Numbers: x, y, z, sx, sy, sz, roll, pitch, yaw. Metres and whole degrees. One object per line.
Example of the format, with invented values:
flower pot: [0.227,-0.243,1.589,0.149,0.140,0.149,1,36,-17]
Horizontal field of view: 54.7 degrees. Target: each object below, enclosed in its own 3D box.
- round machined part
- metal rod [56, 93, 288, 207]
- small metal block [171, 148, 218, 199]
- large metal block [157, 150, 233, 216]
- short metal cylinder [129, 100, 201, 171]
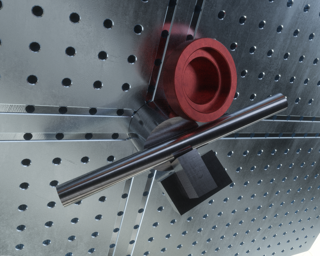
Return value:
round machined part: [0.044,-0.057,0.375,0.099,0.042,0.097,-5,99,-34]
metal rod: [0.027,0.019,0.374,0.302,0.025,0.025,-22,127,-16]
small metal block: [0.040,0.056,0.374,0.025,0.050,0.050,-26,170,-12]
large metal block: [0.045,0.077,0.439,0.080,0.050,0.080,-31,173,-9]
short metal cylinder: [0.006,0.009,0.405,0.081,0.050,0.079,-14,125,-21]
